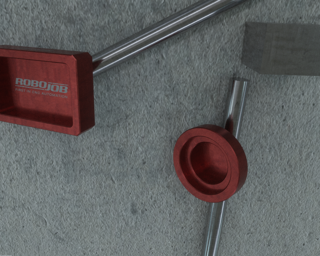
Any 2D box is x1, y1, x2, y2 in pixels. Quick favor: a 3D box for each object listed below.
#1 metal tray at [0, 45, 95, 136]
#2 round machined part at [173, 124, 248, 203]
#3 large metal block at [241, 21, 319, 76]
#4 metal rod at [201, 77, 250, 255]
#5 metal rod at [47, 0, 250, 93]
[{"bbox_3d":[-0.142,-0.046,0.363,0.130,0.030,0.089,10,111,19],"label":"metal tray"},{"bbox_3d":[0.068,0.043,0.400,0.098,0.042,0.097,13,111,39],"label":"round machined part"},{"bbox_3d":[0.144,-0.091,0.349,0.081,0.080,0.050,2,110,-1],"label":"large metal block"},{"bbox_3d":[0.088,0.078,0.439,0.025,0.025,0.298,4,110,-2],"label":"metal rod"},{"bbox_3d":[0.000,-0.113,0.368,0.301,0.025,0.025,-24,109,8],"label":"metal rod"}]
